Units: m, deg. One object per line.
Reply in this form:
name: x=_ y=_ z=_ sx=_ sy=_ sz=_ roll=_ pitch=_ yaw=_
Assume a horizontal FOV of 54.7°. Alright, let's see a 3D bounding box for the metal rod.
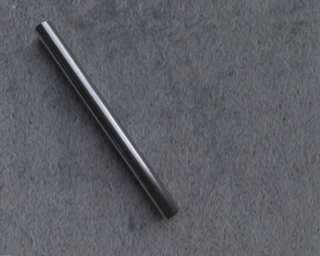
metal rod: x=-0.069 y=-0.009 z=0.409 sx=0.025 sy=0.025 sz=0.299 roll=-35 pitch=90 yaw=0
